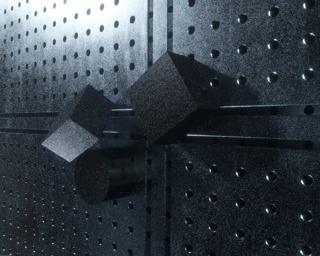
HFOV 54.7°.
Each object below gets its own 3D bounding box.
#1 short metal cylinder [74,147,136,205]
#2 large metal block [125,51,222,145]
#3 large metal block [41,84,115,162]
[{"bbox_3d":[-0.083,0.070,0.462,0.080,0.050,0.080,0,90,40],"label":"short metal cylinder"},{"bbox_3d":[0.014,-0.034,0.382,0.080,0.050,0.080,-39,66,33],"label":"large metal block"},{"bbox_3d":[-0.122,-0.007,0.468,0.080,0.050,0.080,-34,29,35],"label":"large metal block"}]
